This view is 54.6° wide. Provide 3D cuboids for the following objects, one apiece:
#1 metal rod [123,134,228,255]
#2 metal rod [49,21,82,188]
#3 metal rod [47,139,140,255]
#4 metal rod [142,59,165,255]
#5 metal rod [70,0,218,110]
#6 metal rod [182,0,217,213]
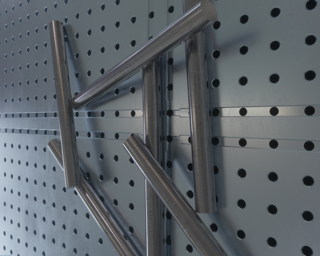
[{"bbox_3d":[0.048,0.127,0.351,0.300,0.025,0.025,52,121,21],"label":"metal rod"},{"bbox_3d":[-0.164,-0.048,0.531,0.025,0.025,0.299,-23,71,38],"label":"metal rod"},{"bbox_3d":[-0.105,0.122,0.497,0.300,0.025,0.025,46,117,30],"label":"metal rod"},{"bbox_3d":[-0.009,0.038,0.417,0.025,0.025,0.298,-2,89,40],"label":"metal rod"},{"bbox_3d":[-0.046,-0.080,0.419,0.299,0.025,0.025,-22,76,47],"label":"metal rod"},{"bbox_3d":[0.046,-0.051,0.372,0.025,0.025,0.298,-6,86,40],"label":"metal rod"}]
